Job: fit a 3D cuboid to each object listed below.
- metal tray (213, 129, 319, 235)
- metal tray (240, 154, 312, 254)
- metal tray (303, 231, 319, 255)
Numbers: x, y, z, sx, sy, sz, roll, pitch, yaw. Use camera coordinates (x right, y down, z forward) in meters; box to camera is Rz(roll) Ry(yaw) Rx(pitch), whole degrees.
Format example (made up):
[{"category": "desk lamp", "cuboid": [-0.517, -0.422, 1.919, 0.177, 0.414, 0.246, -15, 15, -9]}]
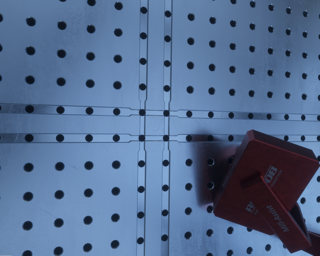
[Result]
[{"category": "metal tray", "cuboid": [0.136, 0.075, 0.413, 0.090, 0.030, 0.129, 19, 116, 1]}, {"category": "metal tray", "cuboid": [0.161, 0.099, 0.440, 0.030, 0.090, 0.130, -33, 104, 23]}, {"category": "metal tray", "cuboid": [0.289, 0.198, 0.487, 0.131, 0.090, 0.030, 20, 83, -19]}]
